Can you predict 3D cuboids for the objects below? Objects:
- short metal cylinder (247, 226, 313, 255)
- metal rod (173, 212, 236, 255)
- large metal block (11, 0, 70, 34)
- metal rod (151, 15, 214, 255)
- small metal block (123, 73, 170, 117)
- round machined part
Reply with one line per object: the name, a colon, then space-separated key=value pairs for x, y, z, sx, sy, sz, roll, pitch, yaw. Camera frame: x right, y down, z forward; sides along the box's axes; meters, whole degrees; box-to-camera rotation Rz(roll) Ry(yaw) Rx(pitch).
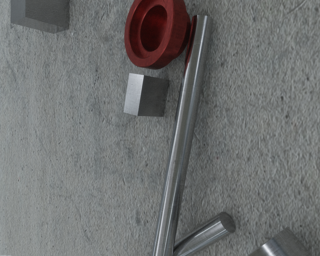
short metal cylinder: x=0.103 y=0.135 z=0.284 sx=0.080 sy=0.081 sz=0.050 roll=-51 pitch=60 yaw=28
metal rod: x=-0.018 y=0.192 z=0.418 sx=0.299 sy=0.025 sz=0.025 roll=-44 pitch=64 yaw=31
large metal block: x=-0.206 y=-0.216 z=0.536 sx=0.050 sy=0.081 sz=0.079 roll=2 pitch=91 yaw=40
metal rod: x=0.025 y=0.019 z=0.365 sx=0.025 sy=0.025 sz=0.298 roll=11 pitch=91 yaw=39
small metal block: x=-0.017 y=-0.042 z=0.401 sx=0.025 sy=0.050 sz=0.050 roll=16 pitch=100 yaw=38
round machined part: x=0.000 y=-0.121 z=0.384 sx=0.098 sy=0.042 sz=0.097 roll=-3 pitch=86 yaw=50
